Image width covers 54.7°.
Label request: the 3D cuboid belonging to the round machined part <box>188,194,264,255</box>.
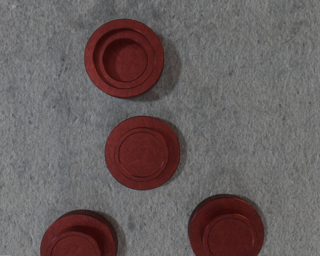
[{"bbox_3d":[0.087,0.139,0.403,0.099,0.042,0.097,0,90,-1],"label":"round machined part"}]

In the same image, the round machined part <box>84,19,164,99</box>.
[{"bbox_3d":[-0.044,-0.086,0.401,0.099,0.042,0.097,0,90,-1],"label":"round machined part"}]

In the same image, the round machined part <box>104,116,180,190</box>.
[{"bbox_3d":[-0.023,0.033,0.401,0.099,0.042,0.097,0,90,-1],"label":"round machined part"}]

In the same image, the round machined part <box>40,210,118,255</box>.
[{"bbox_3d":[-0.106,0.160,0.400,0.099,0.042,0.097,0,90,-1],"label":"round machined part"}]
